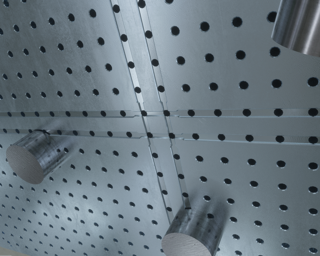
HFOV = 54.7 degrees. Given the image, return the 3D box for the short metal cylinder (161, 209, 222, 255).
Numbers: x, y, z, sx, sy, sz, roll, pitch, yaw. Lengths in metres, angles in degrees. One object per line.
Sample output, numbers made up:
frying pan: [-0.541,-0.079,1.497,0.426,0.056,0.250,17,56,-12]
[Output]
short metal cylinder: [0.049,0.173,0.476,0.080,0.050,0.079,13,124,21]

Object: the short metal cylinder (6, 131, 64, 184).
short metal cylinder: [-0.218,0.051,0.542,0.080,0.050,0.079,13,124,21]

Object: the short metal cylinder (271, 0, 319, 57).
short metal cylinder: [0.136,-0.092,0.247,0.080,0.080,0.050,17,125,18]
